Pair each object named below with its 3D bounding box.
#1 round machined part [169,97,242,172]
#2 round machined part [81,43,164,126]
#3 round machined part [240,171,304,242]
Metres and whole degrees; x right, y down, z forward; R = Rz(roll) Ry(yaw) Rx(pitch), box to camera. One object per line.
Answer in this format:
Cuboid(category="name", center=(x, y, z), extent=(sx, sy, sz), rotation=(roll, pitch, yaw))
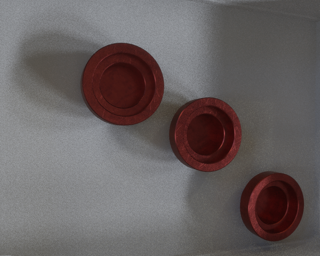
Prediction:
Cuboid(category="round machined part", center=(0.058, 0.008, 0.423), extent=(0.099, 0.042, 0.097), rotation=(0, 90, -20))
Cuboid(category="round machined part", center=(-0.048, -0.052, 0.384), extent=(0.099, 0.042, 0.097), rotation=(0, 90, -20))
Cuboid(category="round machined part", center=(0.160, 0.113, 0.460), extent=(0.099, 0.042, 0.097), rotation=(0, 90, -20))
